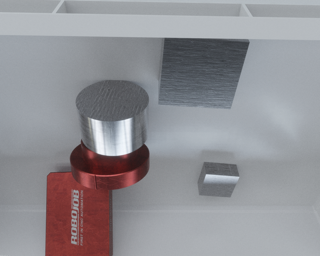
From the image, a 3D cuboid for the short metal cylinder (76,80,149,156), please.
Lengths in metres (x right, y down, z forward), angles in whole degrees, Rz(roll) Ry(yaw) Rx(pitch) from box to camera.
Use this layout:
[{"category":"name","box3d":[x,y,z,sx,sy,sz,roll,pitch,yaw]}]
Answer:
[{"category":"short metal cylinder","box3d":[-0.053,-0.013,0.361,0.081,0.080,0.050,1,130,-2]}]

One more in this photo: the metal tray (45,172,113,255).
[{"category":"metal tray","box3d":[-0.118,0.129,0.457,0.091,0.129,0.030,-2,171,1]}]

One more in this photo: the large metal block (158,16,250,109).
[{"category":"large metal block","box3d":[0.041,-0.069,0.334,0.081,0.050,0.079,3,130,-3]}]

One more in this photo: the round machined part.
[{"category":"round machined part","box3d":[-0.063,0.031,0.389,0.099,0.098,0.042,0,117,-1]}]

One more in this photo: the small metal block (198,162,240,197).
[{"category":"small metal block","box3d":[0.089,0.080,0.479,0.050,0.025,0.050,5,130,-5]}]
